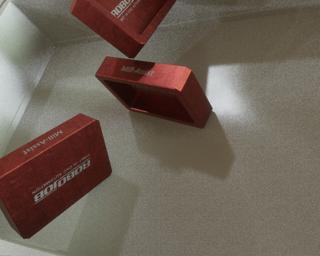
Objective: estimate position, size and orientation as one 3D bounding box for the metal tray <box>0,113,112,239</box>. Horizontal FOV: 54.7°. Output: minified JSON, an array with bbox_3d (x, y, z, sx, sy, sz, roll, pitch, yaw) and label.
[{"bbox_3d":[-0.121,0.052,0.359,0.030,0.089,0.131,21,43,35],"label":"metal tray"}]

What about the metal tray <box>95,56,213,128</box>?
[{"bbox_3d":[-0.008,-0.046,0.394,0.130,0.090,0.030,15,70,34],"label":"metal tray"}]

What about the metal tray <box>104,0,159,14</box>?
[{"bbox_3d":[-0.059,-0.264,0.559,0.030,0.091,0.130,122,144,-44],"label":"metal tray"}]

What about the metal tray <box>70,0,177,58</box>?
[{"bbox_3d":[-0.038,-0.157,0.386,0.030,0.090,0.130,-39,19,49],"label":"metal tray"}]
